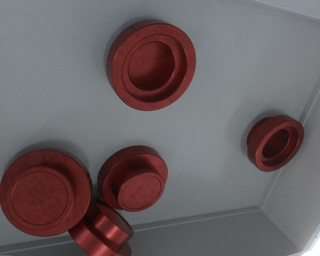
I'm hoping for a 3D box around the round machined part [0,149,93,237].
[{"bbox_3d":[-0.127,0.073,0.343,0.099,0.042,0.097,0,91,-6],"label":"round machined part"}]

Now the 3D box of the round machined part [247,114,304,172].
[{"bbox_3d":[0.184,0.021,0.510,0.099,0.042,0.097,-14,124,-21],"label":"round machined part"}]

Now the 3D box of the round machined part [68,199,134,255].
[{"bbox_3d":[-0.073,0.131,0.404,0.042,0.098,0.098,-48,130,-5],"label":"round machined part"}]

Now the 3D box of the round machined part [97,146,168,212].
[{"bbox_3d":[-0.033,0.076,0.427,0.099,0.042,0.097,-14,124,-21],"label":"round machined part"}]

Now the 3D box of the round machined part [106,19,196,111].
[{"bbox_3d":[-0.013,-0.072,0.346,0.099,0.042,0.097,-14,124,-21],"label":"round machined part"}]
